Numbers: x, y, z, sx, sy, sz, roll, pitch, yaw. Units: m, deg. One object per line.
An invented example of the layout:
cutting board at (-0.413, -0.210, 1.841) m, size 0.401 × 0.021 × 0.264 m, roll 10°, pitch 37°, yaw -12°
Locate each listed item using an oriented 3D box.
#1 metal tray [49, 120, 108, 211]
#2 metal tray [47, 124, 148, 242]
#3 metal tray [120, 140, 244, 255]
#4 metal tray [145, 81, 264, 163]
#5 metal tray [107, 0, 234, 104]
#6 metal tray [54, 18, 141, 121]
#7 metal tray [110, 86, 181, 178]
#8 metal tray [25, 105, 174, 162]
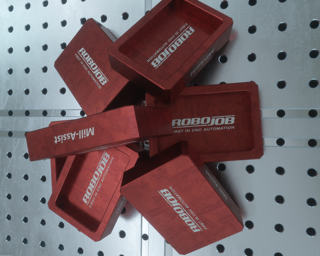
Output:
metal tray at (-0.112, 0.052, 0.450) m, size 0.090 × 0.030 × 0.129 m, roll -4°, pitch 88°, yaw 19°
metal tray at (-0.083, 0.069, 0.407) m, size 0.090 × 0.030 × 0.129 m, roll 28°, pitch 99°, yaw 18°
metal tray at (0.027, 0.087, 0.365) m, size 0.090 × 0.030 × 0.130 m, roll -31°, pitch 113°, yaw 18°
metal tray at (0.052, -0.005, 0.372) m, size 0.131 × 0.030 × 0.090 m, roll -4°, pitch 89°, yaw 2°
metal tray at (0.014, -0.101, 0.370) m, size 0.090 × 0.030 × 0.130 m, roll 35°, pitch 68°, yaw 17°
metal tray at (-0.084, -0.078, 0.422) m, size 0.090 × 0.030 × 0.130 m, roll -47°, pitch 60°, yaw 14°
metal tray at (-0.022, 0.000, 0.418) m, size 0.090 × 0.030 × 0.129 m, roll -5°, pitch 86°, yaw 18°
metal tray at (-0.062, 0.007, 0.332) m, size 0.130 × 0.090 × 0.030 m, roll -13°, pitch 86°, yaw 24°
